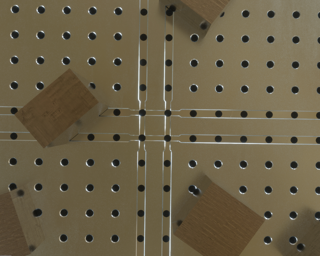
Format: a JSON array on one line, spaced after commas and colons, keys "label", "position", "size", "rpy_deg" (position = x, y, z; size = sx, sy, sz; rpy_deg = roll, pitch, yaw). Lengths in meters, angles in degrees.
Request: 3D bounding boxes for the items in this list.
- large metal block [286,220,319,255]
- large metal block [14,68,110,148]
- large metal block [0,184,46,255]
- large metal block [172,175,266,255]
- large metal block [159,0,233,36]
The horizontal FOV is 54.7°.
[{"label": "large metal block", "position": [0.229, 0.177, 0.404], "size": [0.080, 0.050, 0.080], "rpy_deg": [42, 90, -1]}, {"label": "large metal block", "position": [-0.115, -0.022, 0.384], "size": [0.080, 0.080, 0.050], "rpy_deg": [-40, 91, 0]}, {"label": "large metal block", "position": [-0.207, 0.127, 0.398], "size": [0.080, 0.050, 0.080], "rpy_deg": [-19, 90, -1]}, {"label": "large metal block", "position": [0.073, 0.121, 0.402], "size": [0.080, 0.050, 0.080], "rpy_deg": [36, 90, -1]}, {"label": "large metal block", "position": [0.055, -0.182, 0.402], "size": [0.080, 0.050, 0.080], "rpy_deg": [38, 90, -1]}]
